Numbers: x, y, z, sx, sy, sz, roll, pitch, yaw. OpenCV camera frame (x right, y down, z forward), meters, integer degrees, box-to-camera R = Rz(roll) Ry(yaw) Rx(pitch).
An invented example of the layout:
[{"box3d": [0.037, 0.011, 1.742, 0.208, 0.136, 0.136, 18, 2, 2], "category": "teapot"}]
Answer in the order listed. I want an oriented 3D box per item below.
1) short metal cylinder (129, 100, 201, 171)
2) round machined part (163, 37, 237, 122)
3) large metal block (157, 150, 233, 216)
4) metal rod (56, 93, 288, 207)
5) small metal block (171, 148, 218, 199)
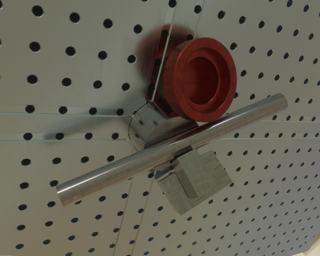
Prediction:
[{"box3d": [0.006, 0.009, 0.405, 0.081, 0.050, 0.079, -14, 125, -21], "category": "short metal cylinder"}, {"box3d": [0.044, -0.057, 0.375, 0.099, 0.042, 0.097, -5, 99, -34], "category": "round machined part"}, {"box3d": [0.045, 0.077, 0.439, 0.080, 0.050, 0.080, -31, 173, -9], "category": "large metal block"}, {"box3d": [0.027, 0.019, 0.374, 0.302, 0.025, 0.025, -22, 127, -16], "category": "metal rod"}, {"box3d": [0.040, 0.056, 0.374, 0.025, 0.050, 0.050, -26, 170, -12], "category": "small metal block"}]
